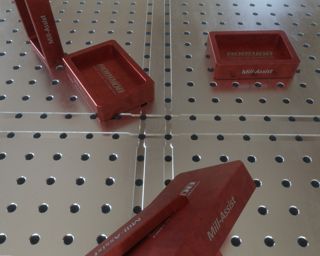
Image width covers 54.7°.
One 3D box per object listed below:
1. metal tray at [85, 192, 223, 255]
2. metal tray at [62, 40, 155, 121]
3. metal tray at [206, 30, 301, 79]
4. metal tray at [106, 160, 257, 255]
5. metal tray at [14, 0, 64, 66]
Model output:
[{"bbox_3d":[-0.012,0.128,0.263,0.131,0.030,0.090,-34,97,-26],"label":"metal tray"},{"bbox_3d":[-0.078,-0.077,0.467,0.091,0.030,0.130,-26,55,-21],"label":"metal tray"},{"bbox_3d":[0.148,-0.122,0.508,0.131,0.030,0.090,-2,50,-2],"label":"metal tray"},{"bbox_3d":[0.021,0.083,0.280,0.131,0.090,0.030,-39,102,-43],"label":"metal tray"},{"bbox_3d":[-0.194,-0.173,0.483,0.030,0.129,0.090,-29,56,-22],"label":"metal tray"}]
